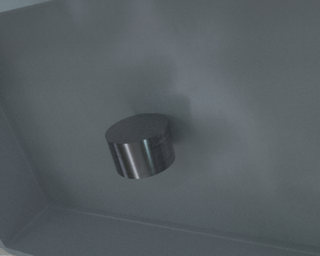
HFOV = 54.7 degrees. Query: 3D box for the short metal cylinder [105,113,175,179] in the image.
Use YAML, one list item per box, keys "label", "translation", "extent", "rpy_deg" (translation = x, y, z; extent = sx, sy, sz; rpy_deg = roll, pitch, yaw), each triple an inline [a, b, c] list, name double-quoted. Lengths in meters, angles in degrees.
- label: "short metal cylinder"
  translation: [-0.024, 0.021, 0.397]
  extent: [0.080, 0.080, 0.050]
  rpy_deg: [1, 119, 27]
